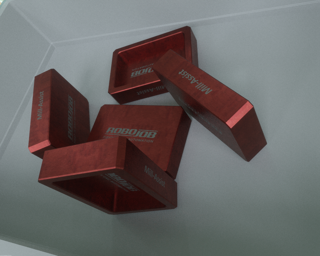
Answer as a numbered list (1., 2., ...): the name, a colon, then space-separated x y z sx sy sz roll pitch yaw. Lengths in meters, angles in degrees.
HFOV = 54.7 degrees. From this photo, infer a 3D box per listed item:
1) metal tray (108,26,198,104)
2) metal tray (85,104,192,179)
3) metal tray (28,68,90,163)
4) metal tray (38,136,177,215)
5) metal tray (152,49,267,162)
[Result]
1. metal tray: -0.010 -0.092 0.461 0.130 0.030 0.090 -12 57 21
2. metal tray: -0.033 0.015 0.405 0.130 0.030 0.090 4 63 29
3. metal tray: -0.137 -0.009 0.436 0.030 0.090 0.130 -22 54 14
4. metal tray: -0.046 0.057 0.323 0.090 0.130 0.030 -12 58 21
5. metal tray: 0.054 -0.026 0.348 0.030 0.090 0.130 -45 51 -2
